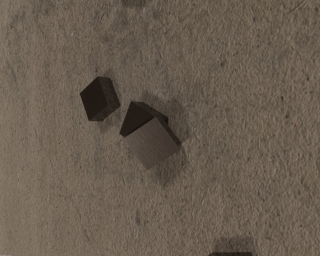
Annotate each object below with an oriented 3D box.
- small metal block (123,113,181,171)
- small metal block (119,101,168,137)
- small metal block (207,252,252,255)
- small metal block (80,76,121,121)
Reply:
[{"bbox_3d":[-0.009,0.017,0.387,0.050,0.025,0.050,-34,100,14],"label":"small metal block"},{"bbox_3d":[-0.023,-0.003,0.422,0.050,0.025,0.050,34,111,34],"label":"small metal block"},{"bbox_3d":[0.078,0.166,0.339,0.050,0.025,0.050,-19,78,38],"label":"small metal block"},{"bbox_3d":[-0.093,-0.044,0.479,0.050,0.025,0.050,-34,69,34],"label":"small metal block"}]
